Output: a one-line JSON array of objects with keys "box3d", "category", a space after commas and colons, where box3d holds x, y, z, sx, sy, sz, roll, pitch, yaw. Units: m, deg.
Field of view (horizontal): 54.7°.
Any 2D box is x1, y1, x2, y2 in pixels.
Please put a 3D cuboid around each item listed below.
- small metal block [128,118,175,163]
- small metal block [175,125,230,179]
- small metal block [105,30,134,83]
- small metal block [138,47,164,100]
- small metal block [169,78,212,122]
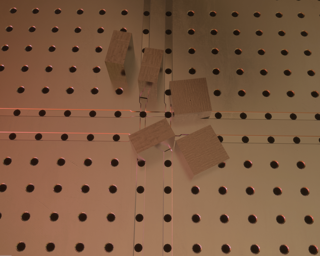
[{"box3d": [-0.010, 0.017, 0.392, 0.050, 0.050, 0.025, -26, 72, -9], "category": "small metal block"}, {"box3d": [0.054, 0.031, 0.401, 0.050, 0.025, 0.050, -24, 72, -9], "category": "small metal block"}, {"box3d": [-0.055, -0.099, 0.434, 0.025, 0.050, 0.050, 10, 70, 3], "category": "small metal block"}, {"box3d": [-0.012, -0.074, 0.425, 0.025, 0.050, 0.050, 10, 70, 3], "category": "small metal block"}, {"box3d": [0.041, -0.039, 0.427, 0.050, 0.025, 0.050, -6, 70, -3], "category": "small metal block"}]
